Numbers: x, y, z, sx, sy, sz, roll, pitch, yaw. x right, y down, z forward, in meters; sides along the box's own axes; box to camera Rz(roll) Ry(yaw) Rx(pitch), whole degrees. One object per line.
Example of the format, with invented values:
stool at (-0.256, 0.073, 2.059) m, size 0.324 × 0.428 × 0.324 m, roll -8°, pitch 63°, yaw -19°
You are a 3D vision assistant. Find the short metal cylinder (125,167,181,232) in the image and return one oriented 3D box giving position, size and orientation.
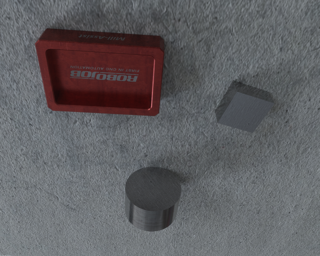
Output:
short metal cylinder at (-0.011, 0.104, 0.460) m, size 0.081 × 0.080 × 0.050 m, roll 4°, pitch 130°, yaw -3°

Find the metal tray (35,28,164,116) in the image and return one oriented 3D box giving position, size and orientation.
metal tray at (-0.063, -0.060, 0.351) m, size 0.131 × 0.030 × 0.089 m, roll 3°, pitch 130°, yaw -3°

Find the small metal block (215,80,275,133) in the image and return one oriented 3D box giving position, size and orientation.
small metal block at (0.104, -0.026, 0.387) m, size 0.050 × 0.025 × 0.050 m, roll 15°, pitch 129°, yaw -13°
